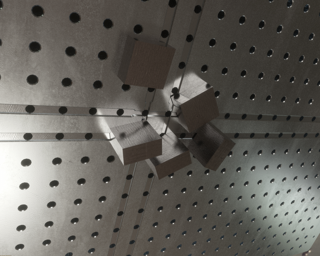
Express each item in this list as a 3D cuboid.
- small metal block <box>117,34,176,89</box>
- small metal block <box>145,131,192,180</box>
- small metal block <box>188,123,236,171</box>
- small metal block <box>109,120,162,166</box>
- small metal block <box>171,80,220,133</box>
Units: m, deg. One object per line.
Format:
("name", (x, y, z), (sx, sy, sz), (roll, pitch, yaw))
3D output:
("small metal block", (-0.016, -0.075, 0.357), (0.050, 0.025, 0.050), (4, 117, -31))
("small metal block", (0.008, 0.036, 0.424), (0.050, 0.050, 0.025), (-25, 128, -14))
("small metal block", (0.074, 0.027, 0.454), (0.025, 0.050, 0.050), (24, 105, -37))
("small metal block", (-0.031, 0.017, 0.390), (0.050, 0.050, 0.025), (-14, 125, -21))
("small metal block", (0.049, -0.029, 0.422), (0.050, 0.025, 0.050), (-30, 129, -10))
